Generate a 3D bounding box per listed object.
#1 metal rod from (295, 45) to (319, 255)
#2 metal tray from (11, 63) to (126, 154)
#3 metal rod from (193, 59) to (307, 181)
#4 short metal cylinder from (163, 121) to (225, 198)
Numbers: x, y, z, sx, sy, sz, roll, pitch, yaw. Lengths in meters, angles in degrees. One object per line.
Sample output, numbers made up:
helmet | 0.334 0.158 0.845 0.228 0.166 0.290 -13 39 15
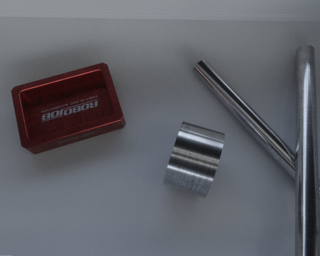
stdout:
metal rod | 0.181 0.015 0.383 0.025 0.025 0.300 12 62 4
metal tray | -0.121 -0.027 0.415 0.131 0.030 0.090 -17 71 -7
metal rod | 0.148 0.022 0.403 0.025 0.025 0.300 -36 74 -12
short metal cylinder | 0.040 0.037 0.368 0.050 0.080 0.080 18 71 6
